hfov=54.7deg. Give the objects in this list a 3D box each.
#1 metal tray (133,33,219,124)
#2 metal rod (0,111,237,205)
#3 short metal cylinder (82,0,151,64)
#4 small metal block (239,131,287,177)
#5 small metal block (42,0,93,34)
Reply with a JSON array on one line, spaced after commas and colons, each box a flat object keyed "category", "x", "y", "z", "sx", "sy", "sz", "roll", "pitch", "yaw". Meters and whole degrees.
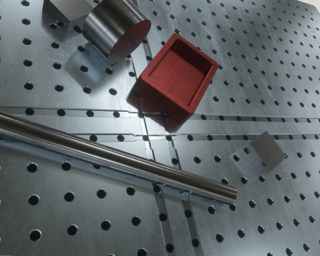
[{"category": "metal tray", "x": 0.028, "y": -0.079, "z": 0.469, "sx": 0.090, "sy": 0.030, "sz": 0.130, "roll": 35, "pitch": 51, "yaw": -5}, {"category": "metal rod", "x": -0.042, "y": 0.040, "z": 0.361, "sx": 0.302, "sy": 0.025, "sz": 0.025, "roll": 20, "pitch": 54, "yaw": -17}, {"category": "short metal cylinder", "x": -0.058, "y": -0.135, "z": 0.425, "sx": 0.050, "sy": 0.080, "sz": 0.080, "roll": 46, "pitch": 51, "yaw": 4}, {"category": "small metal block", "x": 0.157, "y": 0.039, "z": 0.472, "sx": 0.050, "sy": 0.025, "sz": 0.050, "roll": -27, "pitch": 77, "yaw": -37}, {"category": "small metal block", "x": -0.129, "y": -0.169, "z": 0.442, "sx": 0.050, "sy": 0.025, "sz": 0.050, "roll": 46, "pitch": 51, "yaw": 3}]
